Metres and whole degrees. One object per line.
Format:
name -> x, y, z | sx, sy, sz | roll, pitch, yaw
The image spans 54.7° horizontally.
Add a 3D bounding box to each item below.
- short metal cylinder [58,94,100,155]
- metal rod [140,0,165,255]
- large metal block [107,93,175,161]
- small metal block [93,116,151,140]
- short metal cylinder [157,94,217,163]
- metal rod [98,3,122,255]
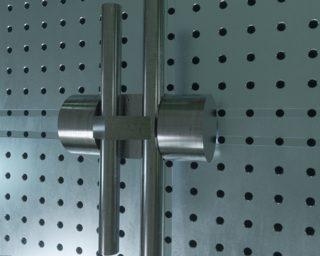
short metal cylinder -> -0.089, -0.005, 0.411 | 0.050, 0.080, 0.079 | 2, 91, 20
metal rod -> -0.008, 0.000, 0.359 | 0.025, 0.025, 0.298 | 1, 90, 20
large metal block -> -0.022, -0.002, 0.403 | 0.080, 0.050, 0.079 | 1, 90, 20
small metal block -> -0.043, 0.000, 0.344 | 0.050, 0.050, 0.025 | 2, 92, 64
short metal cylinder -> 0.035, 0.000, 0.367 | 0.050, 0.080, 0.079 | 1, 90, 21
metal rod -> -0.060, 0.002, 0.377 | 0.025, 0.025, 0.298 | 1, 90, 20
